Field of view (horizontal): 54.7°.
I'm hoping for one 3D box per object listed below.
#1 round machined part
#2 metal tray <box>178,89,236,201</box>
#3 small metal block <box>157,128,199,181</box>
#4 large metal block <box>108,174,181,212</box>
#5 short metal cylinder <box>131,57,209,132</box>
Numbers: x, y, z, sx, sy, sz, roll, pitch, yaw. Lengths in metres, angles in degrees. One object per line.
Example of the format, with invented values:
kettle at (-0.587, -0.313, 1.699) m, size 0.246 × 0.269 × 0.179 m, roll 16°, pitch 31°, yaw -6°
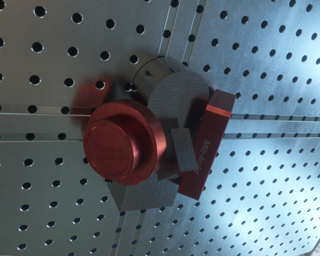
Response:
round machined part at (-0.046, 0.019, 0.345) m, size 0.042 × 0.098 × 0.097 m, roll -26°, pitch 137°, yaw -56°
metal tray at (0.064, 0.021, 0.419) m, size 0.030 × 0.090 × 0.129 m, roll 20°, pitch 115°, yaw 10°
small metal block at (0.016, 0.032, 0.368) m, size 0.025 × 0.050 × 0.050 m, roll -2°, pitch 162°, yaw -31°
large metal block at (-0.017, 0.063, 0.424) m, size 0.081 × 0.050 × 0.079 m, roll 2°, pitch 118°, yaw -30°
short metal cylinder at (0.012, -0.040, 0.376) m, size 0.081 × 0.050 × 0.079 m, roll -14°, pitch 124°, yaw -21°
